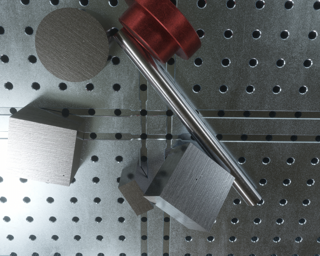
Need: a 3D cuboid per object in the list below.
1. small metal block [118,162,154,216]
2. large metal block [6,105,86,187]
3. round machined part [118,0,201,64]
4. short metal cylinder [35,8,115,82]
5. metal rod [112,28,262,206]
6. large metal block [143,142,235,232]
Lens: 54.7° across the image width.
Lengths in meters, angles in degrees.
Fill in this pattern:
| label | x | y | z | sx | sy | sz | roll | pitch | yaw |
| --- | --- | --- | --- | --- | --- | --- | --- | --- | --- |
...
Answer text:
| label | x | y | z | sx | sy | sz | roll | pitch | yaw |
| --- | --- | --- | --- | --- | --- | --- | --- | --- | --- |
| small metal block | -0.031 | 0.084 | 0.431 | 0.025 | 0.050 | 0.050 | -27 | 108 | 9 |
| large metal block | -0.148 | 0.023 | 0.407 | 0.081 | 0.050 | 0.079 | 12 | 110 | -5 |
| round machined part | -0.006 | -0.107 | 0.332 | 0.098 | 0.098 | 0.042 | 43 | 95 | -14 |
| short metal cylinder | -0.096 | -0.098 | 0.363 | 0.081 | 0.050 | 0.079 | 0 | 110 | 0 |
| metal rod | 0.045 | -0.006 | 0.411 | 0.025 | 0.025 | 0.300 | -36 | 106 | 12 |
| large metal block | 0.039 | 0.078 | 0.408 | 0.080 | 0.050 | 0.080 | 39 | 65 | -13 |
